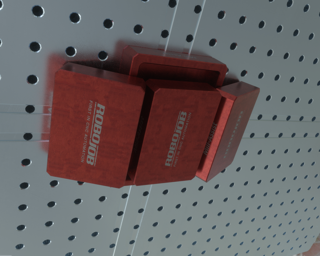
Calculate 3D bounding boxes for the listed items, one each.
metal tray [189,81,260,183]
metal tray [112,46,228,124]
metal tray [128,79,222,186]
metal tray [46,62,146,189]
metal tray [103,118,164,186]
[{"bbox_3d":[0.091,0.004,0.438,0.091,0.030,0.129,-21,132,-51],"label":"metal tray"},{"bbox_3d":[0.013,-0.047,0.387,0.131,0.030,0.089,0,119,-29],"label":"metal tray"},{"bbox_3d":[0.015,0.008,0.383,0.091,0.030,0.129,-1,119,-29],"label":"metal tray"},{"bbox_3d":[-0.073,0.001,0.347,0.091,0.030,0.129,12,115,-6],"label":"metal tray"},{"bbox_3d":[-0.007,0.032,0.426,0.131,0.030,0.089,0,119,-29],"label":"metal tray"}]
